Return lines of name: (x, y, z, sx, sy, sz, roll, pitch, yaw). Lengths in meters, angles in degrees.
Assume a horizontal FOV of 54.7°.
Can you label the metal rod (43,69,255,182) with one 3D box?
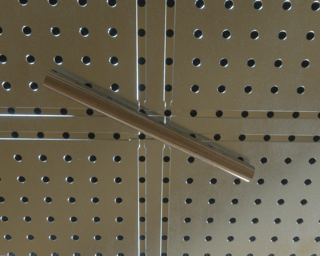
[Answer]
metal rod: (-0.007, 0.001, 0.414, 0.301, 0.025, 0.025, 26, 108, -10)
